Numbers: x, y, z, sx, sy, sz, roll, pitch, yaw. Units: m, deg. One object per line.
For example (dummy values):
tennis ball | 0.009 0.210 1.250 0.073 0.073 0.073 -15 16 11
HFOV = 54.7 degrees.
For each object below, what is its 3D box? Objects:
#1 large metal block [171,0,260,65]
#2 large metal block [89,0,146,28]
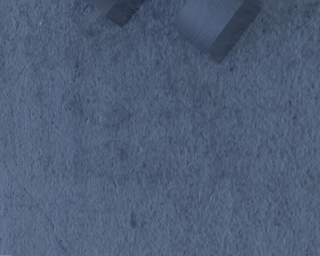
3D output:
large metal block | 0.067 -0.127 0.356 0.050 0.080 0.080 40 102 15
large metal block | -0.061 -0.198 0.416 0.080 0.050 0.080 -46 76 14
